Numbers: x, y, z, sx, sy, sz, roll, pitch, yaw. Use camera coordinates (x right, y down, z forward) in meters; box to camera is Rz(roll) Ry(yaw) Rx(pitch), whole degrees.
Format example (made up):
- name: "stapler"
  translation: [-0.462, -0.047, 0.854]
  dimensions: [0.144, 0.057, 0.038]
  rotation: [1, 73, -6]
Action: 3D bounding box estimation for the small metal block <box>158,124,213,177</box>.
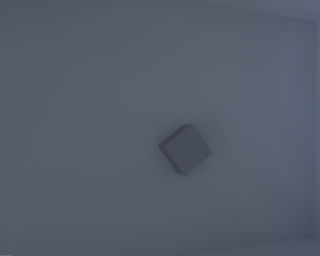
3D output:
- name: "small metal block"
  translation: [0.034, 0.029, 0.423]
  dimensions: [0.050, 0.025, 0.050]
  rotation: [-38, 102, -16]
